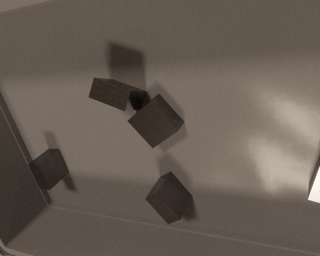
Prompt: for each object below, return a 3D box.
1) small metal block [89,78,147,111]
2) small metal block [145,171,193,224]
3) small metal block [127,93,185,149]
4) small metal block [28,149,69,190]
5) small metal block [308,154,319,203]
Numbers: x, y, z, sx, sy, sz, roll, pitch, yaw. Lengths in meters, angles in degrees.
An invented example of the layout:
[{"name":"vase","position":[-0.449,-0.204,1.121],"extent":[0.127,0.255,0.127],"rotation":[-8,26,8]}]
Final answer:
[{"name":"small metal block","position":[-0.052,-0.042,0.388],"extent":[0.050,0.050,0.025],"rotation":[21,102,15]},{"name":"small metal block","position":[0.014,0.100,0.446],"extent":[0.025,0.050,0.050],"rotation":[-35,99,38]},{"name":"small metal block","position":[-0.005,-0.009,0.405],"extent":[0.050,0.025,0.050],"rotation":[48,129,-7]},{"name":"small metal block","position":[-0.190,0.070,0.533],"extent":[0.025,0.050,0.050],"rotation":[0,119,28]},{"name":"small metal block","position":[0.197,0.061,0.342],"extent":[0.050,0.025,0.050],"rotation":[14,124,20]}]
